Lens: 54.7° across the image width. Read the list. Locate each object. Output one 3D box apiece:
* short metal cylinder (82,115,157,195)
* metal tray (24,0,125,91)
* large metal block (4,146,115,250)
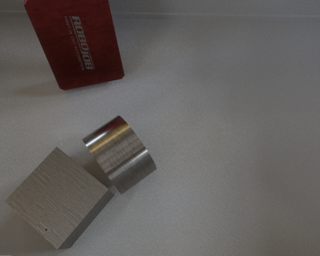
[{"bbox_3d":[-0.048,0.032,0.368,0.050,0.080,0.080,-35,74,-12],"label":"short metal cylinder"},{"bbox_3d":[-0.102,-0.114,0.394,0.091,0.129,0.030,-13,48,-5],"label":"metal tray"},{"bbox_3d":[-0.114,0.082,0.365,0.080,0.050,0.080,37,74,12],"label":"large metal block"}]
